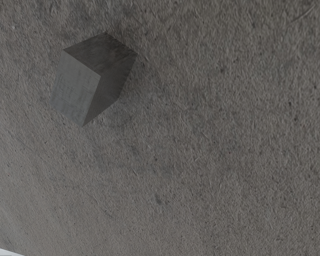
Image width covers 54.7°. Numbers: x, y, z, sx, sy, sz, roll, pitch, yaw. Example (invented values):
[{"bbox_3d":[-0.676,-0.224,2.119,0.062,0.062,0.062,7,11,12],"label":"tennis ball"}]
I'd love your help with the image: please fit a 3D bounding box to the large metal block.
[{"bbox_3d":[-0.081,-0.060,0.377,0.050,0.080,0.079,35,129,5],"label":"large metal block"}]
